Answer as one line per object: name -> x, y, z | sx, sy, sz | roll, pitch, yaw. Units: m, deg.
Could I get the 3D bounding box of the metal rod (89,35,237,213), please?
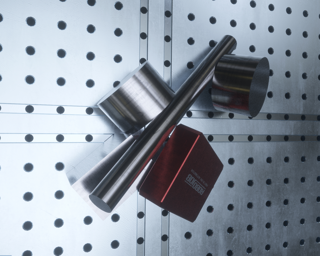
metal rod -> 0.023, -0.028, 0.365 | 0.025, 0.025, 0.301 | 49, 54, -14

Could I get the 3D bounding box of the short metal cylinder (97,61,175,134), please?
short metal cylinder -> -0.029, -0.036, 0.373 | 0.080, 0.080, 0.050 | -45, 105, -15

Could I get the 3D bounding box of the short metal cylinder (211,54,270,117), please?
short metal cylinder -> 0.111, -0.058, 0.420 | 0.081, 0.050, 0.079 | -29, 126, -50

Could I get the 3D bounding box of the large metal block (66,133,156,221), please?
large metal block -> -0.058, 0.051, 0.362 | 0.080, 0.080, 0.050 | -41, 104, -15

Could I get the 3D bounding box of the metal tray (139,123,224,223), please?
metal tray -> 0.033, 0.061, 0.381 | 0.090, 0.030, 0.130 | -59, 149, -10
